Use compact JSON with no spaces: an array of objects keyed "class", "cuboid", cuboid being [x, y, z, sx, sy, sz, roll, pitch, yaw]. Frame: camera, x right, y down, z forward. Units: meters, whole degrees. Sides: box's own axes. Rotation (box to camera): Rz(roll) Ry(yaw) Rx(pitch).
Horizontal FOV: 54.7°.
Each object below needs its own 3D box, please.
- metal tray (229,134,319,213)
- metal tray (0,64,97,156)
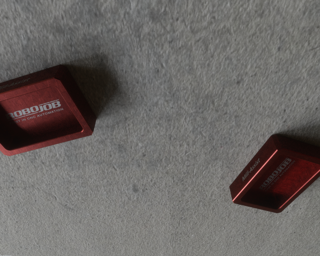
[{"class":"metal tray","cuboid":[0.177,0.074,0.469,0.091,0.030,0.129,16,128,-14]},{"class":"metal tray","cuboid":[-0.158,-0.018,0.386,0.130,0.030,0.090,-14,129,11]}]
